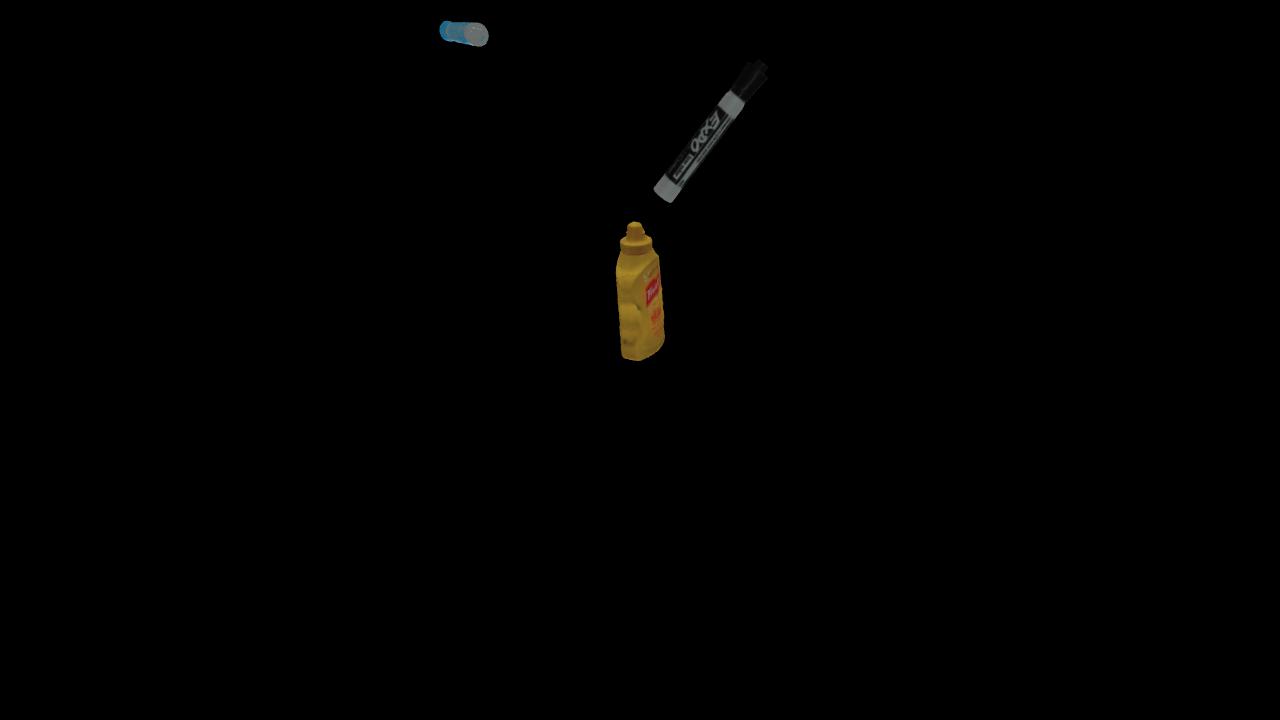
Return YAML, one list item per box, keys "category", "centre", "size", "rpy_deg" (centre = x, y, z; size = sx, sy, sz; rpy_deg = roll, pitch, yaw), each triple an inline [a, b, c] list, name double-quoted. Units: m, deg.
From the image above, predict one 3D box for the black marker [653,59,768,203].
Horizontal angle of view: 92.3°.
- category: "black marker"
  centre: [0.054, -0.174, 0.471]
  size: [0.121, 0.020, 0.020]
  rpy_deg: [-50, -25, 24]

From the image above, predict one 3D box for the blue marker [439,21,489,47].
- category: "blue marker"
  centre: [-0.170, -0.313, 0.588]
  size: [0.020, 0.020, 0.121]
  rpy_deg: [0, 26, -31]

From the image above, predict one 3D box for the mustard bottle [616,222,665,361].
- category: "mustard bottle"
  centre: [-0.001, -0.097, 0.835]
  size: [0.054, 0.184, 0.092]
  rpy_deg: [14, 35, 28]
